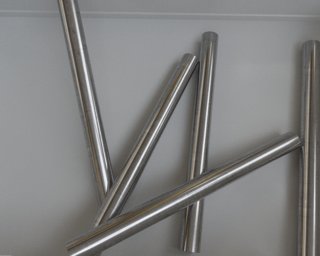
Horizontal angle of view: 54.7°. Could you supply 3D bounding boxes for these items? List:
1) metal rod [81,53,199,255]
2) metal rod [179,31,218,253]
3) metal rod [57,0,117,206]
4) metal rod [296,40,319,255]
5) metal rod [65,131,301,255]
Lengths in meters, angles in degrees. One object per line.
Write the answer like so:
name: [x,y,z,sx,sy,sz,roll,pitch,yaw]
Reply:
metal rod: [-0.019,0.023,0.385,0.025,0.025,0.300,24,66,8]
metal rod: [0.054,0.003,0.408,0.025,0.025,0.299,7,70,2]
metal rod: [-0.094,-0.054,0.383,0.025,0.025,0.298,-12,88,-5]
metal rod: [0.196,0.016,0.406,0.025,0.025,0.299,10,70,3]
metal rod: [0.043,0.070,0.355,0.302,0.025,0.025,-22,71,-20]
